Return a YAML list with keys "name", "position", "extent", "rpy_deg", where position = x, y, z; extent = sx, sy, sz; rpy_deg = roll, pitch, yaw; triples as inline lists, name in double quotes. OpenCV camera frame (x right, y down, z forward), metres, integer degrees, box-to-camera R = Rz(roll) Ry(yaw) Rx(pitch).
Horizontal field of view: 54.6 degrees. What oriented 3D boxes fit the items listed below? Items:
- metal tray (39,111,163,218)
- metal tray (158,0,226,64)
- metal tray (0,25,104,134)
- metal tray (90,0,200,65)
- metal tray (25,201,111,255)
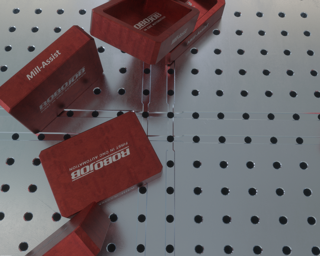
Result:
- name: "metal tray"
  position: [-0.073, 0.045, 0.392]
  extent: [0.131, 0.030, 0.090]
  rpy_deg: [-25, 72, -9]
- name: "metal tray"
  position: [0.024, -0.169, 0.470]
  extent: [0.090, 0.030, 0.130]
  rpy_deg: [42, 75, 13]
- name: "metal tray"
  position: [-0.134, -0.059, 0.397]
  extent: [0.030, 0.090, 0.130]
  rpy_deg: [41, 75, 11]
- name: "metal tray"
  position: [-0.015, -0.136, 0.394]
  extent: [0.090, 0.030, 0.131]
  rpy_deg: [29, 44, 10]
- name: "metal tray"
  position: [-0.114, 0.136, 0.311]
  extent: [0.130, 0.090, 0.030]
  rpy_deg: [-38, 93, -1]
